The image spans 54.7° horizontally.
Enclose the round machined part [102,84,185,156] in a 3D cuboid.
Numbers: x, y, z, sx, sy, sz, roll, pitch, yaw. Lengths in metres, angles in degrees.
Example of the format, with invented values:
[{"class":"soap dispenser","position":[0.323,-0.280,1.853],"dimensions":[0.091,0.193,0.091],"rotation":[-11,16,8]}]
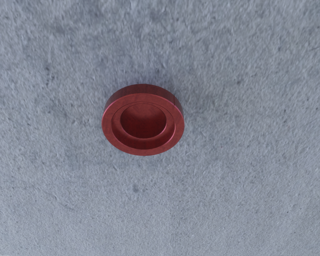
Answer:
[{"class":"round machined part","position":[-0.020,-0.014,0.384],"dimensions":[0.099,0.042,0.097],"rotation":[-1,130,0]}]
